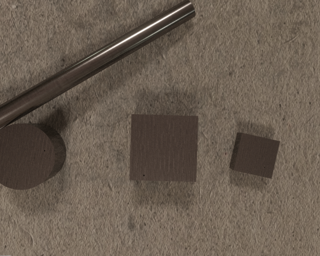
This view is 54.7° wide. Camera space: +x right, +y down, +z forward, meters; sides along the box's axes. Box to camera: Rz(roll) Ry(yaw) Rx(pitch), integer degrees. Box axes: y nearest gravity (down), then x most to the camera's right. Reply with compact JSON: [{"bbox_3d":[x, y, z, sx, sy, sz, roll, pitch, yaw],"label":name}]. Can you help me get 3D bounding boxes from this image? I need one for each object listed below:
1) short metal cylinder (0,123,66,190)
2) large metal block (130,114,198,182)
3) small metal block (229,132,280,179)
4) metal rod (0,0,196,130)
[{"bbox_3d":[-0.167,0.034,0.394,0.081,0.050,0.079,0,91,-2],"label":"short metal cylinder"},{"bbox_3d":[0.005,0.024,0.398,0.081,0.050,0.079,2,90,-1],"label":"large metal block"},{"bbox_3d":[0.125,0.036,0.412,0.050,0.025,0.050,13,90,-1],"label":"small metal block"},{"bbox_3d":[-0.086,-0.079,0.388,0.301,0.025,0.025,-32,90,-9],"label":"metal rod"}]
